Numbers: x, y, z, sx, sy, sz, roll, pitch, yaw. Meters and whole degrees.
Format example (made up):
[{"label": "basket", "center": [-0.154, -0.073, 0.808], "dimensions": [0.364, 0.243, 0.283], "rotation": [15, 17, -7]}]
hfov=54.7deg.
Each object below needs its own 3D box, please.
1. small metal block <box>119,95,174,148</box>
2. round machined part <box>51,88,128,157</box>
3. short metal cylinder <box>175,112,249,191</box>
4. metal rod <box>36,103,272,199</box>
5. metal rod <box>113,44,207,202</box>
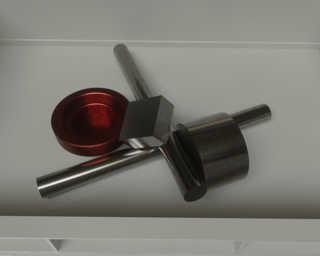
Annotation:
[{"label": "small metal block", "center": [-0.015, -0.006, 0.355], "dimensions": [0.050, 0.025, 0.050], "rotation": [-8, 60, 37]}, {"label": "round machined part", "center": [-0.083, -0.003, 0.394], "dimensions": [0.099, 0.042, 0.098], "rotation": [0, 50, 0]}, {"label": "short metal cylinder", "center": [0.055, 0.027, 0.346], "dimensions": [0.050, 0.080, 0.080], "rotation": [-15, 52, -13]}, {"label": "metal rod", "center": [0.005, 0.023, 0.384], "dimensions": [0.302, 0.025, 0.025], "rotation": [-18, 53, -15]}, {"label": "metal rod", "center": [-0.015, -0.032, 0.406], "dimensions": [0.025, 0.025, 0.300], "rotation": [-15, 45, -13]}]
